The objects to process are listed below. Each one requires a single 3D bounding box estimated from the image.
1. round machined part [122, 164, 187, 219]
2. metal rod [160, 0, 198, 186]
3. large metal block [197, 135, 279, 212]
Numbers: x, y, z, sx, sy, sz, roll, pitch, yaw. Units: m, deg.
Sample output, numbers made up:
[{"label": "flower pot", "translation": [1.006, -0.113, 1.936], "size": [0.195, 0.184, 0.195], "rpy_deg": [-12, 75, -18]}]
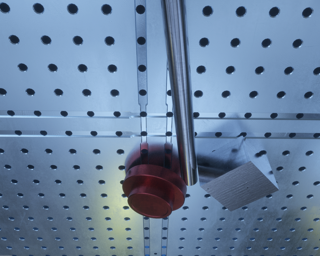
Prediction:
[{"label": "round machined part", "translation": [-0.011, 0.103, 0.473], "size": [0.098, 0.042, 0.097], "rpy_deg": [9, 136, 9]}, {"label": "metal rod", "translation": [0.028, -0.033, 0.383], "size": [0.025, 0.025, 0.298], "rpy_deg": [-6, 130, 4]}, {"label": "large metal block", "translation": [0.113, 0.069, 0.455], "size": [0.080, 0.050, 0.080], "rpy_deg": [-33, 123, 25]}]
